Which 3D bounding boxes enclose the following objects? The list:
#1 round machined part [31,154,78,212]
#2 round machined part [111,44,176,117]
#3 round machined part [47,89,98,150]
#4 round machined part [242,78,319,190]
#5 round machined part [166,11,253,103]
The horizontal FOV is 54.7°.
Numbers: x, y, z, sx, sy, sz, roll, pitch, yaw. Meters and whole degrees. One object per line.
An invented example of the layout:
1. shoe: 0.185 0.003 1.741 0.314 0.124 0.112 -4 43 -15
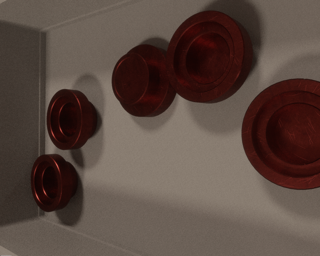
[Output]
1. round machined part: -0.181 0.094 0.542 0.098 0.042 0.097 0 90 39
2. round machined part: -0.027 -0.064 0.416 0.098 0.042 0.097 0 90 39
3. round machined part: -0.141 -0.014 0.509 0.098 0.042 0.097 0 90 39
4. round machined part: 0.131 0.005 0.287 0.098 0.042 0.097 0 90 39
5. round machined part: 0.057 -0.076 0.347 0.098 0.042 0.097 0 90 39
